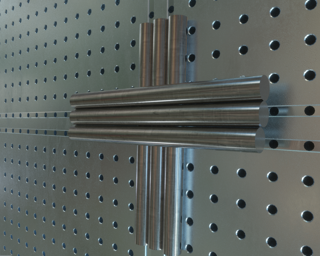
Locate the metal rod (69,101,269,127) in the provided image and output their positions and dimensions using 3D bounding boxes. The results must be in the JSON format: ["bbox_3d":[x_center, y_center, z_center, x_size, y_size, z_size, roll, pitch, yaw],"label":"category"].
[{"bbox_3d":[-0.016,-0.015,0.391,0.300,0.025,0.025,1,91,40],"label":"metal rod"}]

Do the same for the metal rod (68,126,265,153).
[{"bbox_3d":[-0.019,0.010,0.393,0.300,0.025,0.025,1,91,40],"label":"metal rod"}]

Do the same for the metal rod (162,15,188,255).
[{"bbox_3d":[0.019,0.010,0.395,0.025,0.025,0.298,2,92,40],"label":"metal rod"}]

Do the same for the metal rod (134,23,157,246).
[{"bbox_3d":[-0.019,0.009,0.426,0.025,0.025,0.298,2,92,40],"label":"metal rod"}]

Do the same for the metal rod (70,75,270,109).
[{"bbox_3d":[-0.016,-0.040,0.391,0.300,0.025,0.025,1,91,40],"label":"metal rod"}]

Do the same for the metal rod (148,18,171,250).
[{"bbox_3d":[0.000,0.009,0.411,0.025,0.025,0.298,2,92,40],"label":"metal rod"}]
